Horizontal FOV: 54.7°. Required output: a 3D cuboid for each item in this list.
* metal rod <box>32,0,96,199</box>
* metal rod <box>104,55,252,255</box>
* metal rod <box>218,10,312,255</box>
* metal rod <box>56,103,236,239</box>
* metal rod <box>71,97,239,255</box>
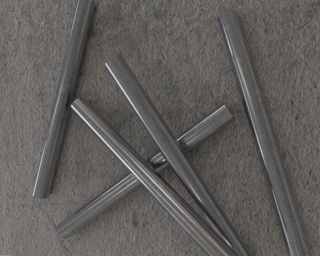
[{"bbox_3d":[-0.144,-0.040,0.459,0.025,0.025,0.298,17,96,19],"label":"metal rod"},{"bbox_3d":[0.025,0.043,0.375,0.025,0.025,0.299,-34,89,17],"label":"metal rod"},{"bbox_3d":[0.121,0.006,0.365,0.025,0.025,0.299,-17,84,19],"label":"metal rod"},{"bbox_3d":[-0.029,0.066,0.419,0.300,0.025,0.025,-37,78,16],"label":"metal rod"},{"bbox_3d":[-0.018,0.058,0.385,0.300,0.025,0.025,43,104,25],"label":"metal rod"}]
